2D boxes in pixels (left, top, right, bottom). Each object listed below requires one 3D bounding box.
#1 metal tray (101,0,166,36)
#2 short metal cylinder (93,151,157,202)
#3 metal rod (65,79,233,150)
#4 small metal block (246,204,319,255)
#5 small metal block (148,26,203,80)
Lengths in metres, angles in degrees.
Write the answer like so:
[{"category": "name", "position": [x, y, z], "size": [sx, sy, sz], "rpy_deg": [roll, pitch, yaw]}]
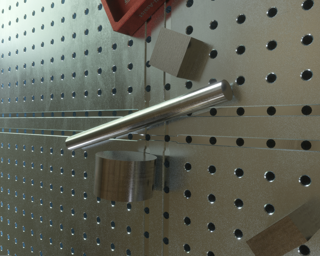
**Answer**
[{"category": "metal tray", "position": [-0.028, -0.204, 0.426], "size": [0.130, 0.030, 0.090], "rpy_deg": [-35, 69, 34]}, {"category": "short metal cylinder", "position": [-0.046, 0.061, 0.409], "size": [0.080, 0.081, 0.050], "rpy_deg": [7, 95, 39]}, {"category": "metal rod", "position": [-0.038, -0.008, 0.438], "size": [0.300, 0.025, 0.025], "rpy_deg": [-17, 79, 38]}, {"category": "small metal block", "position": [0.118, 0.101, 0.295], "size": [0.050, 0.050, 0.025], "rpy_deg": [-47, 62, 29]}, {"category": "small metal block", "position": [0.019, -0.095, 0.392], "size": [0.050, 0.025, 0.050], "rpy_deg": [32, 110, 35]}]
